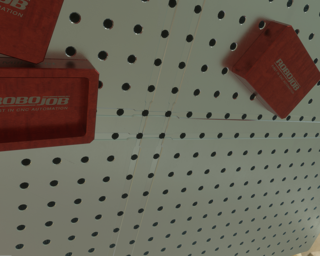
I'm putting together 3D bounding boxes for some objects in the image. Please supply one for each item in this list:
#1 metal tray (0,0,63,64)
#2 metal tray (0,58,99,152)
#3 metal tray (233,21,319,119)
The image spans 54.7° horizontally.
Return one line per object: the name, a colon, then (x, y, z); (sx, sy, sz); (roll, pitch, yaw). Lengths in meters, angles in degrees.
metal tray: (-0.152, -0.116, 0.254); (0.131, 0.030, 0.089); (13, 112, -34)
metal tray: (-0.134, -0.024, 0.320); (0.131, 0.030, 0.089); (-4, 121, -27)
metal tray: (0.176, -0.081, 0.457); (0.130, 0.030, 0.090); (34, 99, -39)
